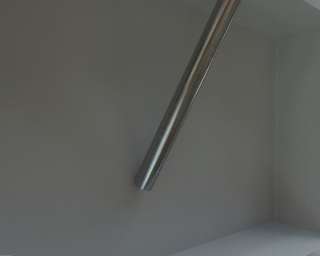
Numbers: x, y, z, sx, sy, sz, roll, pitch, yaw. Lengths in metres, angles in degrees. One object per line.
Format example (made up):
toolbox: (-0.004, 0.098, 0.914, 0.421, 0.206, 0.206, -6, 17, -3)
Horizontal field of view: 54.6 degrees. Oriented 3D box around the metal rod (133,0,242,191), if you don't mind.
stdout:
metal rod: (0.040, -0.060, 0.358, 0.025, 0.025, 0.298, 15, 106, -39)
